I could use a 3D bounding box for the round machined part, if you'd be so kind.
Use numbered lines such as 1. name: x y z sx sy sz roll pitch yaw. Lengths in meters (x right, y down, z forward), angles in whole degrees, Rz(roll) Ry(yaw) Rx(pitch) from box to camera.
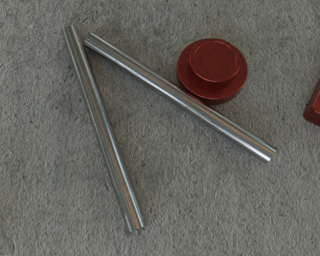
1. round machined part: 0.073 -0.085 0.431 0.099 0.042 0.098 0 70 -1

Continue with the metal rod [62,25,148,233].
1. metal rod: -0.079 -0.012 0.411 0.025 0.025 0.299 -20 71 -7

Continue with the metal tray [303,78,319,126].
1. metal tray: 0.268 -0.050 0.426 0.090 0.030 0.130 29 72 9

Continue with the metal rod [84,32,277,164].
1. metal rod: 0.020 -0.046 0.425 0.301 0.025 0.025 34 73 11
